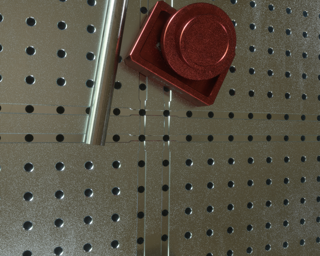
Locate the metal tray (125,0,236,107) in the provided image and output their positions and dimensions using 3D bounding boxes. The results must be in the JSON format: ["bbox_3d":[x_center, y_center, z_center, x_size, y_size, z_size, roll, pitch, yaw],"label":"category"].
[{"bbox_3d":[0.030,-0.097,0.421,0.131,0.030,0.090,28,81,-18],"label":"metal tray"}]

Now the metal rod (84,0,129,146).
[{"bbox_3d":[-0.058,-0.127,0.391,0.025,0.025,0.298,10,87,-20],"label":"metal rod"}]

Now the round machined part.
[{"bbox_3d":[0.053,-0.109,0.396,0.099,0.042,0.097,-3,106,-12],"label":"round machined part"}]
